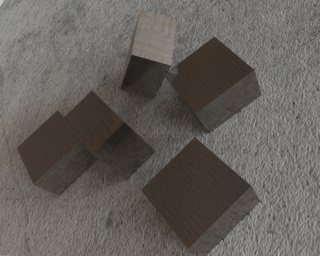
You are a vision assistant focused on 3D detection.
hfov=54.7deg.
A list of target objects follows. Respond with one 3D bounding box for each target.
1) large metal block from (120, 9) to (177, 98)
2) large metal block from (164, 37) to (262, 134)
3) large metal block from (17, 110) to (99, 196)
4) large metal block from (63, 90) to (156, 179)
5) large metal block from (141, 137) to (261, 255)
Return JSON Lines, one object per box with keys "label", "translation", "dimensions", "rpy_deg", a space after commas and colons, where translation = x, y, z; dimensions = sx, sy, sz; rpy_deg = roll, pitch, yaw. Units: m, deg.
{"label": "large metal block", "translation": [-0.017, -0.101, 0.431], "dimensions": [0.050, 0.080, 0.080], "rpy_deg": [13, 61, -12]}
{"label": "large metal block", "translation": [0.065, -0.054, 0.387], "dimensions": [0.080, 0.050, 0.080], "rpy_deg": [-37, 51, 3]}
{"label": "large metal block", "translation": [-0.145, 0.035, 0.443], "dimensions": [0.080, 0.050, 0.080], "rpy_deg": [-44, 51, -2]}
{"label": "large metal block", "translation": [-0.063, 0.009, 0.396], "dimensions": [0.050, 0.080, 0.080], "rpy_deg": [-46, 51, -3]}
{"label": "large metal block", "translation": [0.042, 0.071, 0.323], "dimensions": [0.080, 0.050, 0.080], "rpy_deg": [-44, 51, -3]}
